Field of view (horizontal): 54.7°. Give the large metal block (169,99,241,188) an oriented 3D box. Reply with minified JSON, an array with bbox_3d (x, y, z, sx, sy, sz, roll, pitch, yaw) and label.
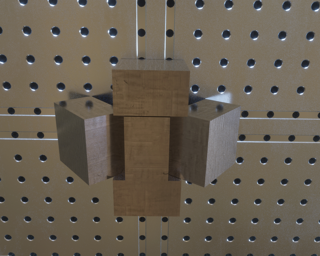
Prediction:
[{"bbox_3d":[0.056,0.014,0.381,0.050,0.081,0.079,15,114,34],"label":"large metal block"}]

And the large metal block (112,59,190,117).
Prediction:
[{"bbox_3d":[-0.010,-0.050,0.364,0.081,0.080,0.050,1,110,-1],"label":"large metal block"}]

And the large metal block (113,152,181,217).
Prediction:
[{"bbox_3d":[-0.016,0.071,0.409,0.081,0.080,0.050,1,110,-1],"label":"large metal block"}]

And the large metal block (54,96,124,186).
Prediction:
[{"bbox_3d":[-0.086,0.012,0.380,0.050,0.080,0.079,-16,116,-37],"label":"large metal block"}]

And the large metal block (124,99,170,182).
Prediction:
[{"bbox_3d":[-0.015,0.011,0.387,0.050,0.080,0.079,1,110,-1],"label":"large metal block"}]
